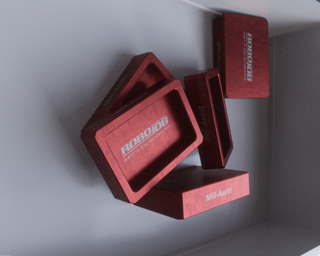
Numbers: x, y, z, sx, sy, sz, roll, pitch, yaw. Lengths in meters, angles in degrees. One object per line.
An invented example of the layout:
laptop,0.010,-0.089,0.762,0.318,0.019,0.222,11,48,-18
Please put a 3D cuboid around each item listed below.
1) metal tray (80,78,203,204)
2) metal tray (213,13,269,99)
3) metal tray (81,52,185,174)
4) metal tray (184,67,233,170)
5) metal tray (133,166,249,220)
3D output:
metal tray,-0.013,0.010,0.354,0.131,0.030,0.090,-38,113,-34
metal tray,0.132,-0.113,0.503,0.091,0.030,0.129,-3,93,-26
metal tray,-0.024,-0.017,0.384,0.090,0.030,0.130,45,63,-31
metal tray,0.073,-0.017,0.441,0.090,0.030,0.129,-37,116,-64
metal tray,0.041,0.078,0.401,0.131,0.090,0.030,-6,94,-40
